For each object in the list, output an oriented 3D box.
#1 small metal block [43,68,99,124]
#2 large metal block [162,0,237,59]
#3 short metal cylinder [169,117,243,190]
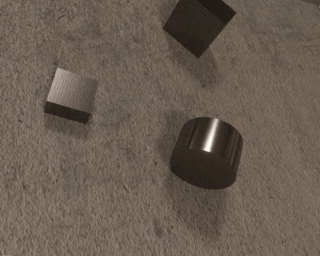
[{"bbox_3d":[-0.106,-0.038,0.371,0.050,0.025,0.050,17,55,-19],"label":"small metal block"},{"bbox_3d":[0.064,-0.178,0.514,0.080,0.080,0.050,40,51,-2],"label":"large metal block"},{"bbox_3d":[0.058,0.032,0.382,0.080,0.080,0.050,31,52,-9],"label":"short metal cylinder"}]
